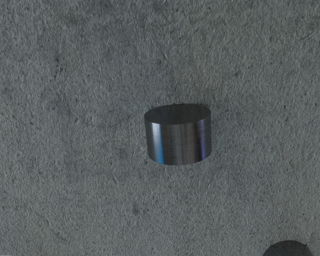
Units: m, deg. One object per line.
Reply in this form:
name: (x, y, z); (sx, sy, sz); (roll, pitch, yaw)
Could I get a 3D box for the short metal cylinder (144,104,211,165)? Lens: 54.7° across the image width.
short metal cylinder: (0.023, 0.005, 0.382); (0.080, 0.080, 0.050); (-4, 110, 1)

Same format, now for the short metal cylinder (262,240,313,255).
short metal cylinder: (0.205, 0.224, 0.481); (0.081, 0.050, 0.079); (0, 110, 0)
